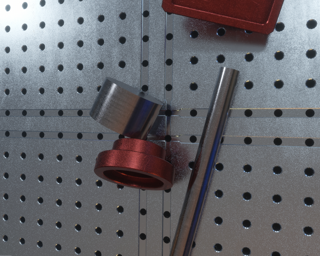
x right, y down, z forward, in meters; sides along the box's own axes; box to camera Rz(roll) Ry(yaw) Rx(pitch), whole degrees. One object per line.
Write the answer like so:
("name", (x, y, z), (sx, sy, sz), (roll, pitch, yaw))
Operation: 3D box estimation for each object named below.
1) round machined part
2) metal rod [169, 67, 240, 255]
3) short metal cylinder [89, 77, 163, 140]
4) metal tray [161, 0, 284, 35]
("round machined part", (-0.029, 0.045, 0.389), (0.098, 0.098, 0.042), (1, 65, 19))
("metal rod", (0.049, 0.072, 0.394), (0.025, 0.025, 0.298), (16, 95, 19))
("short metal cylinder", (-0.043, -0.025, 0.398), (0.080, 0.080, 0.050), (30, 100, 17))
("metal tray", (0.075, -0.165, 0.349), (0.131, 0.030, 0.089), (14, 115, 3))
